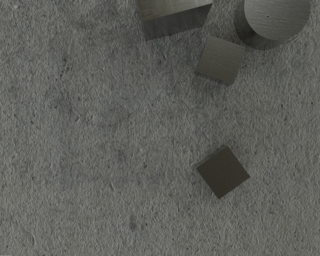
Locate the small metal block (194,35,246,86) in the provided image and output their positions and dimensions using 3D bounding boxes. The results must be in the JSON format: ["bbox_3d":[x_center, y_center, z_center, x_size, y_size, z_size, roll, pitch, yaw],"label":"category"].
[{"bbox_3d":[0.079,-0.088,0.411,0.050,0.025,0.050,19,90,0],"label":"small metal block"}]

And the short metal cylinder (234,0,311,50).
[{"bbox_3d":[0.142,-0.146,0.399,0.081,0.050,0.080,0,90,0],"label":"short metal cylinder"}]

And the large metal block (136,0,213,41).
[{"bbox_3d":[0.013,-0.152,0.383,0.080,0.080,0.050,-15,90,0],"label":"large metal block"}]

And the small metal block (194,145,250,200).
[{"bbox_3d":[0.081,0.057,0.411,0.050,0.025,0.050,-36,90,0],"label":"small metal block"}]
